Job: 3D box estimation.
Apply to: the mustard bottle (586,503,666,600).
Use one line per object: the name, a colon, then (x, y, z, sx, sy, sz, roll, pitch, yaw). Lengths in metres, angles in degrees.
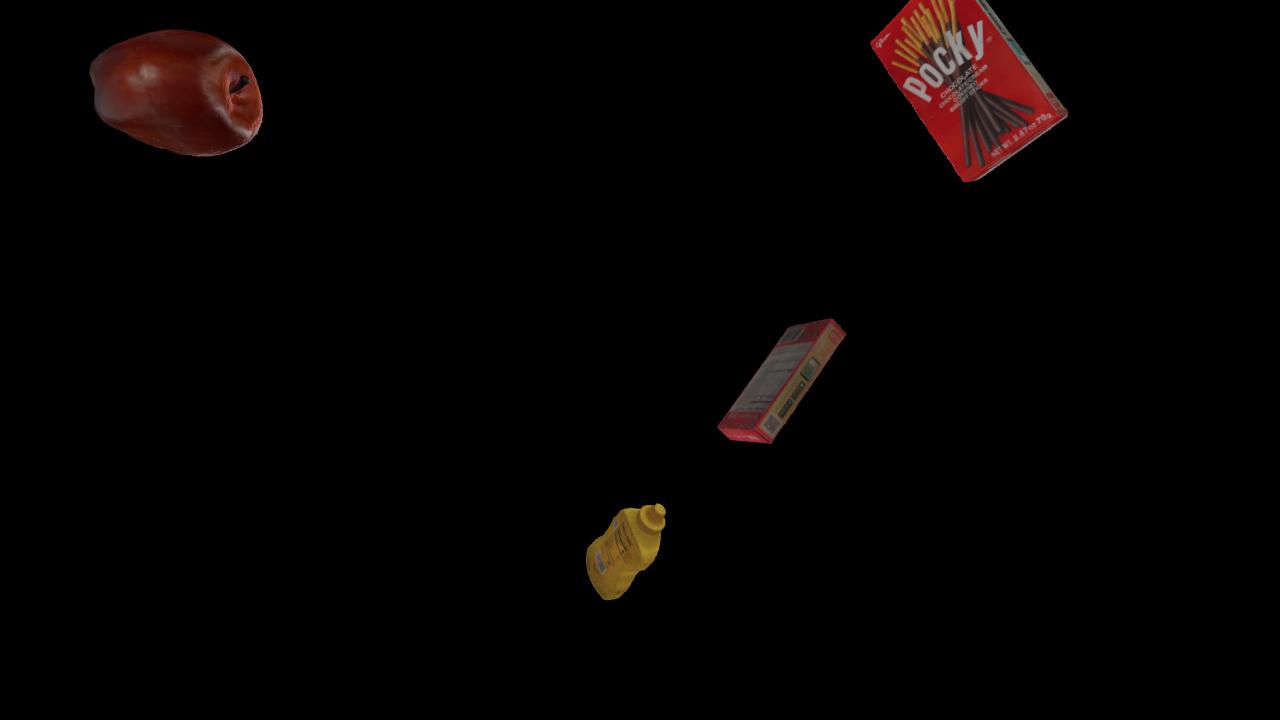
mustard bottle: (-0.015, 0.266, 0.895, 0.054, 0.092, 0.184, 11, -50, -32)

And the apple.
apple: (-0.299, -0.175, 0.403, 0.093, 0.079, 0.079, -5, 0, 2)

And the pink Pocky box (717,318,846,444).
pink Pocky box: (0.154, 0.023, 0.674, 0.029, 0.155, 0.084, 42, -17, -12)

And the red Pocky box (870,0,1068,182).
red Pocky box: (0.263, -0.232, 0.503, 0.028, 0.155, 0.083, -21, -13, -34)
